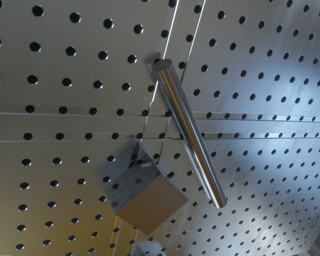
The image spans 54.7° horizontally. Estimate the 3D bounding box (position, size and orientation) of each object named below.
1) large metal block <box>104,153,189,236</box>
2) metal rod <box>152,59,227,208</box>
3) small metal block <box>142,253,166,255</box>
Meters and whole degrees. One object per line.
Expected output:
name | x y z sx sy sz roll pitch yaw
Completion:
large metal block | -0.018 0.097 0.447 0.080 0.050 0.080 -41 130 0
metal rod | 0.055 0.029 0.461 0.025 0.025 0.299 -33 129 -7
small metal block | -0.017 0.255 0.562 0.050 0.025 0.050 18 109 -36
